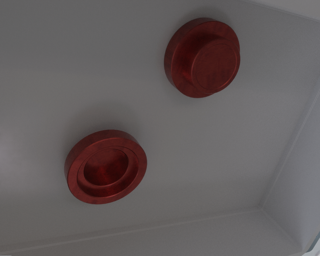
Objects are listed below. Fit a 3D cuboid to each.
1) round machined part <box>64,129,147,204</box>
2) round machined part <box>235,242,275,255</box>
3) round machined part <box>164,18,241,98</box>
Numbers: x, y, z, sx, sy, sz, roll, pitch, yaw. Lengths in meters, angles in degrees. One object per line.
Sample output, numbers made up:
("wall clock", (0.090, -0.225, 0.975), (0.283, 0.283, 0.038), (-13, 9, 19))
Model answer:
("round machined part", (-0.069, 0.044, 0.387), (0.099, 0.042, 0.097), (-14, 124, -21))
("round machined part", (0.206, 0.296, 0.696), (0.099, 0.042, 0.097), (-14, 124, -21))
("round machined part", (0.058, -0.081, 0.379), (0.099, 0.042, 0.097), (-14, 124, -21))
